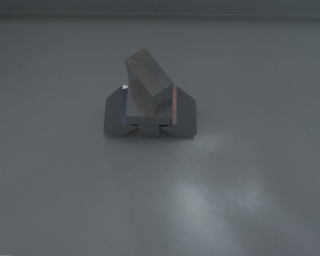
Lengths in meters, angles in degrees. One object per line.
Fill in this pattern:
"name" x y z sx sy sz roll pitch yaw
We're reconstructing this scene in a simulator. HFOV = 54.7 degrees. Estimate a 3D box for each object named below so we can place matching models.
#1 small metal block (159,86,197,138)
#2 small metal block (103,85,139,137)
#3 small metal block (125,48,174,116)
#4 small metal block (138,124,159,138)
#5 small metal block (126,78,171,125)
"small metal block" 0.024 -0.019 0.399 0.025 0.050 0.050 -13 66 32
"small metal block" -0.049 -0.021 0.398 0.025 0.050 0.050 13 66 -31
"small metal block" -0.011 -0.048 0.331 0.025 0.050 0.050 -34 73 -11
"small metal block" -0.013 -0.019 0.401 0.025 0.050 0.050 1 70 0
"small metal block" -0.012 -0.032 0.365 0.050 0.025 0.050 1 70 0
